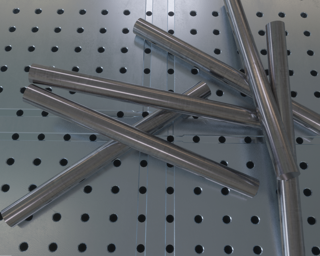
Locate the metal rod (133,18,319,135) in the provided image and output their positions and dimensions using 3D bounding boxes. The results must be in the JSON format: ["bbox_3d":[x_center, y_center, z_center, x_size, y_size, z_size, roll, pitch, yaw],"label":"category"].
[{"bbox_3d":[0.093,-0.077,0.440,0.300,0.025,0.025,31,73,11],"label":"metal rod"}]

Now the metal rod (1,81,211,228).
[{"bbox_3d":[-0.059,0.027,0.401,0.301,0.025,0.025,-34,74,-12],"label":"metal rod"}]

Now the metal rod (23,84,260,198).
[{"bbox_3d":[-0.021,0.017,0.381,0.301,0.025,0.025,23,72,-2],"label":"metal rod"}]

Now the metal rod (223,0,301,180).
[{"bbox_3d":[0.126,-0.076,0.414,0.025,0.025,0.299,-5,60,-2],"label":"metal rod"}]

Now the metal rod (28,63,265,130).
[{"bbox_3d":[-0.009,-0.038,0.393,0.302,0.025,0.025,11,70,-5],"label":"metal rod"}]

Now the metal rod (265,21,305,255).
[{"bbox_3d":[0.155,0.007,0.390,0.025,0.025,0.299,0,78,0],"label":"metal rod"}]
